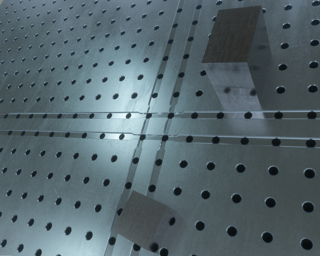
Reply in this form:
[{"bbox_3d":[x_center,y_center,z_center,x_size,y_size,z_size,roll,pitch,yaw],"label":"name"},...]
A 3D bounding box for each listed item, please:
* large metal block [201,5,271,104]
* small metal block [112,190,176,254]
[{"bbox_3d":[0.096,-0.086,0.374,0.050,0.080,0.080,6,65,30],"label":"large metal block"},{"bbox_3d":[-0.018,0.106,0.352,0.050,0.025,0.050,16,70,34],"label":"small metal block"}]
